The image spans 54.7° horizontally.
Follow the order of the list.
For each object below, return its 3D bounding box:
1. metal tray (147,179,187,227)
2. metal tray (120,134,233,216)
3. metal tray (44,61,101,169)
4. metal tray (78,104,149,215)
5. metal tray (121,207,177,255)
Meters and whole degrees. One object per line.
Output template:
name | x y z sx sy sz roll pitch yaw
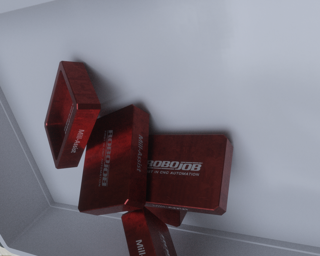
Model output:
metal tray | -0.025 0.093 0.476 0.130 0.030 0.089 11 123 22
metal tray | 0.020 0.055 0.389 0.130 0.090 0.030 -1 154 28
metal tray | -0.126 -0.016 0.431 0.129 0.030 0.090 -59 47 39
metal tray | -0.059 0.042 0.405 0.090 0.130 0.030 -19 147 35
metal tray | -0.001 0.169 0.374 0.030 0.130 0.090 -27 140 6
